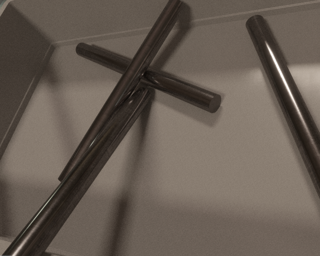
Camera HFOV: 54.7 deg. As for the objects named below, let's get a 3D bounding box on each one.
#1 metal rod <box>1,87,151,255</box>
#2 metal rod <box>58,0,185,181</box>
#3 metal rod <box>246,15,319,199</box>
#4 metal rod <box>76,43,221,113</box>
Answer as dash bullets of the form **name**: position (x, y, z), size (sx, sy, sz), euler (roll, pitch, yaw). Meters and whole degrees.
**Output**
- **metal rod**: position (-0.071, 0.035, 0.332), size (0.025, 0.025, 0.301), euler (-6, 31, 25)
- **metal rod**: position (-0.052, -0.053, 0.437), size (0.025, 0.025, 0.299), euler (28, 85, 37)
- **metal rod**: position (0.148, -0.022, 0.341), size (0.025, 0.025, 0.299), euler (-20, 54, 16)
- **metal rod**: position (-0.037, -0.087, 0.476), size (0.300, 0.025, 0.025), euler (28, 77, 37)
